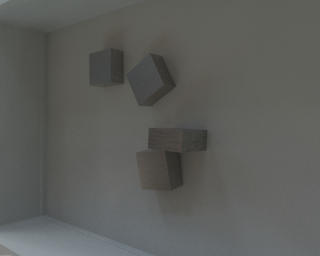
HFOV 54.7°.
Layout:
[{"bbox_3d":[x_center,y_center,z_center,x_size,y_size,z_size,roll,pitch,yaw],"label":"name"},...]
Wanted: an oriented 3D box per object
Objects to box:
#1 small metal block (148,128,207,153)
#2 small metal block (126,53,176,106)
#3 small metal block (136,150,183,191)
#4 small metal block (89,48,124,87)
[{"bbox_3d":[0.022,0.013,0.373,0.050,0.050,0.025,4,92,40],"label":"small metal block"},{"bbox_3d":[-0.013,-0.064,0.418,0.050,0.025,0.050,-35,68,34],"label":"small metal block"},{"bbox_3d":[-0.001,0.053,0.404,0.050,0.025,0.050,-7,93,40],"label":"small metal block"},{"bbox_3d":[-0.083,-0.091,0.475,0.050,0.025,0.050,-1,89,40],"label":"small metal block"}]
